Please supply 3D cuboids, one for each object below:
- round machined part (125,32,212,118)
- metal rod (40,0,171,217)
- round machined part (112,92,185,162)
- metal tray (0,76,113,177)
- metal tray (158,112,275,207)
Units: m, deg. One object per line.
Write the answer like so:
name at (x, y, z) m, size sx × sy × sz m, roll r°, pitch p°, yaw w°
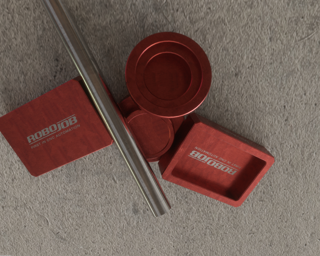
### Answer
round machined part at (0.008, -0.060, 0.368) m, size 0.099 × 0.042 × 0.097 m, roll 0°, pitch 88°, yaw -7°
metal rod at (-0.065, -0.032, 0.363) m, size 0.025 × 0.025 × 0.299 m, roll -26°, pitch 95°, yaw 9°
round machined part at (-0.016, 0.001, 0.403) m, size 0.099 × 0.042 × 0.097 m, roll 0°, pitch 110°, yaw 0°
metal tray at (-0.130, 0.000, 0.395) m, size 0.130 × 0.030 × 0.090 m, roll -23°, pitch 106°, yaw 17°
metal tray at (0.075, 0.046, 0.414) m, size 0.131 × 0.030 × 0.090 m, roll 25°, pitch 108°, yaw -20°
